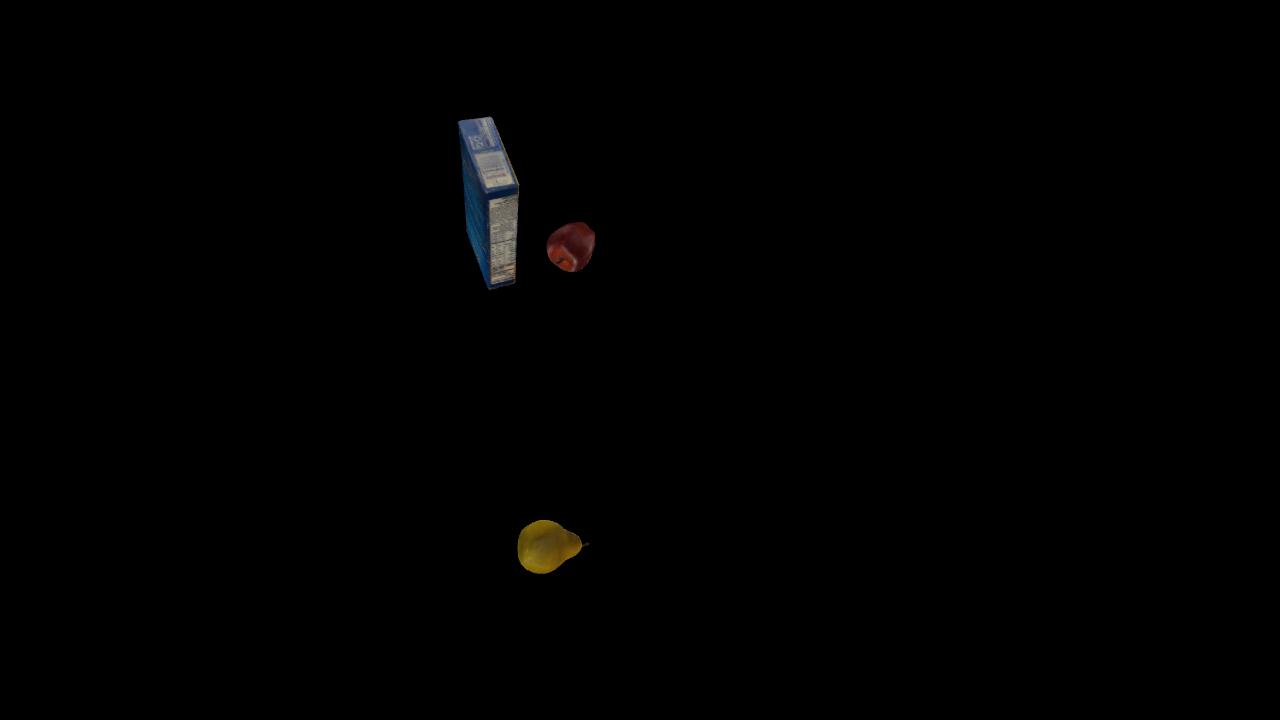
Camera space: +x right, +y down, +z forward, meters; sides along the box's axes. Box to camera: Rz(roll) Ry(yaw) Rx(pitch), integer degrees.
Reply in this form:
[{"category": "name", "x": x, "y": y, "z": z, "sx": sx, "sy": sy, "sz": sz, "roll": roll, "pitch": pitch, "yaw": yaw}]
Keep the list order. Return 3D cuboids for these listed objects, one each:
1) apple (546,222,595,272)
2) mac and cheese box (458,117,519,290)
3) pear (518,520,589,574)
[{"category": "apple", "x": -0.117, "y": -0.194, "z": 1.050, "sx": 0.079, "sy": 0.093, "sz": 0.079, "roll": 21, "pitch": -34, "yaw": 15}, {"category": "mac and cheese box", "x": -0.167, "y": -0.166, "z": 0.685, "sx": 0.041, "sy": 0.093, "sz": 0.184, "roll": -19, "pitch": -18, "yaw": -20}, {"category": "pear", "x": -0.120, "y": 0.273, "z": 0.898, "sx": 0.111, "sy": 0.080, "sz": 0.080, "roll": 7, "pitch": -3, "yaw": -24}]
